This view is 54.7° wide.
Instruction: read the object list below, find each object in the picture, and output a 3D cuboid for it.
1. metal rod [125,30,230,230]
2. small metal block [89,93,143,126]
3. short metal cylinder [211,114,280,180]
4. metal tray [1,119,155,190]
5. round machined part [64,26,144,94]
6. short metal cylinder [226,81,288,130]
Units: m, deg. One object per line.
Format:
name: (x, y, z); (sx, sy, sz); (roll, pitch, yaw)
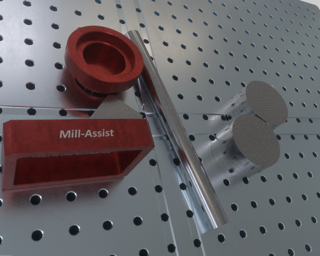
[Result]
metal rod: (0.015, -0.011, 0.422); (0.025, 0.025, 0.299); (-12, 68, -33)
small metal block: (-0.057, -0.007, 0.382); (0.050, 0.025, 0.050); (35, 51, -6)
short metal cylinder: (0.121, 0.027, 0.441); (0.081, 0.050, 0.080); (14, 56, -21)
metal tray: (-0.082, 0.026, 0.306); (0.131, 0.090, 0.030); (-1, 63, -29)
round machined part: (-0.075, -0.084, 0.406); (0.099, 0.042, 0.098); (14, 52, -19)
short metal cylinder: (0.154, -0.028, 0.492); (0.081, 0.050, 0.080); (14, 56, -21)
